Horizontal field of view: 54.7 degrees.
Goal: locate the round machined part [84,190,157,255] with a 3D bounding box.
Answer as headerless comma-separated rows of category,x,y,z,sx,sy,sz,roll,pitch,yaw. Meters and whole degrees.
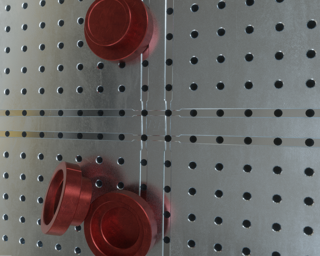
round machined part,-0.050,0.132,0.420,0.098,0.042,0.097,0,90,19

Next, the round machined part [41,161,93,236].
round machined part,-0.127,0.098,0.429,0.098,0.042,0.098,-37,43,45

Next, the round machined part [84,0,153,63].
round machined part,-0.062,-0.141,0.424,0.098,0.042,0.097,0,90,19
